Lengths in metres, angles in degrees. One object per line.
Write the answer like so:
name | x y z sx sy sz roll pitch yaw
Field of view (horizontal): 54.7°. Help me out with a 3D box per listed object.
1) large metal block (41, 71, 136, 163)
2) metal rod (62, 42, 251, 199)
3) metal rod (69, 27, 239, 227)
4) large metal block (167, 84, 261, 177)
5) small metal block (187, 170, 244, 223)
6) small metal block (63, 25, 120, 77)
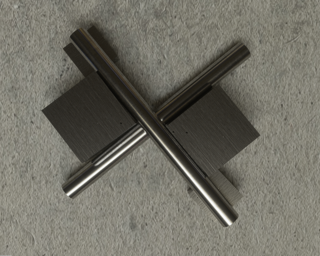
large metal block | -0.086 -0.013 0.396 0.080 0.050 0.080 -37 90 0
metal rod | -0.004 -0.010 0.412 0.300 0.025 0.025 -39 90 0
metal rod | -0.007 -0.001 0.385 0.025 0.025 0.300 -39 90 0
large metal block | 0.065 0.003 0.399 0.080 0.050 0.080 -39 90 0
small metal block | 0.073 0.087 0.412 0.050 0.025 0.050 -43 90 0
small metal block | -0.090 -0.098 0.411 0.050 0.025 0.050 -37 90 0
